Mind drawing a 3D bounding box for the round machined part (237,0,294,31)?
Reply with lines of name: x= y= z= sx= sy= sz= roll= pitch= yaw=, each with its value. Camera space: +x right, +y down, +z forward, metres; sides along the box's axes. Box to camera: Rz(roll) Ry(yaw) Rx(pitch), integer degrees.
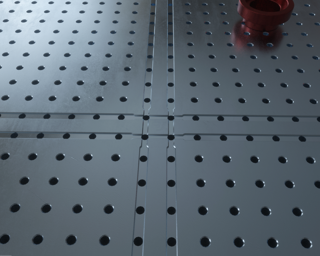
round machined part: x=0.195 y=-0.218 z=0.581 sx=0.099 sy=0.042 sz=0.098 roll=0 pitch=50 yaw=0
